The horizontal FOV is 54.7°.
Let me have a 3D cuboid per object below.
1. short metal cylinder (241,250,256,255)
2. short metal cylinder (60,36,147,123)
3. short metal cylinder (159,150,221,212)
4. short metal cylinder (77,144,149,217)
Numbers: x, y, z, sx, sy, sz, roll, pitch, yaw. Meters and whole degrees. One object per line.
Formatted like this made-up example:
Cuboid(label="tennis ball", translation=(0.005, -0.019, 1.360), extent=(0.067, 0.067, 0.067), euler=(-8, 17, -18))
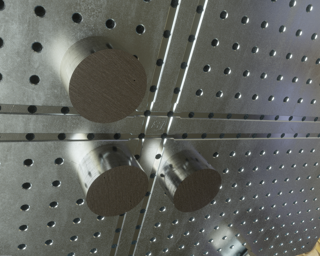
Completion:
Cuboid(label="short metal cylinder", translation=(0.207, 0.320, 0.687), extent=(0.050, 0.080, 0.080), euler=(-48, 129, 5))
Cuboid(label="short metal cylinder", translation=(-0.061, -0.052, 0.330), extent=(0.081, 0.050, 0.079), euler=(-14, 124, -21))
Cuboid(label="short metal cylinder", translation=(0.045, 0.080, 0.469), extent=(0.081, 0.050, 0.079), euler=(-14, 124, -21))
Cuboid(label="short metal cylinder", translation=(-0.062, 0.067, 0.403), extent=(0.081, 0.050, 0.079), euler=(-14, 124, -21))
